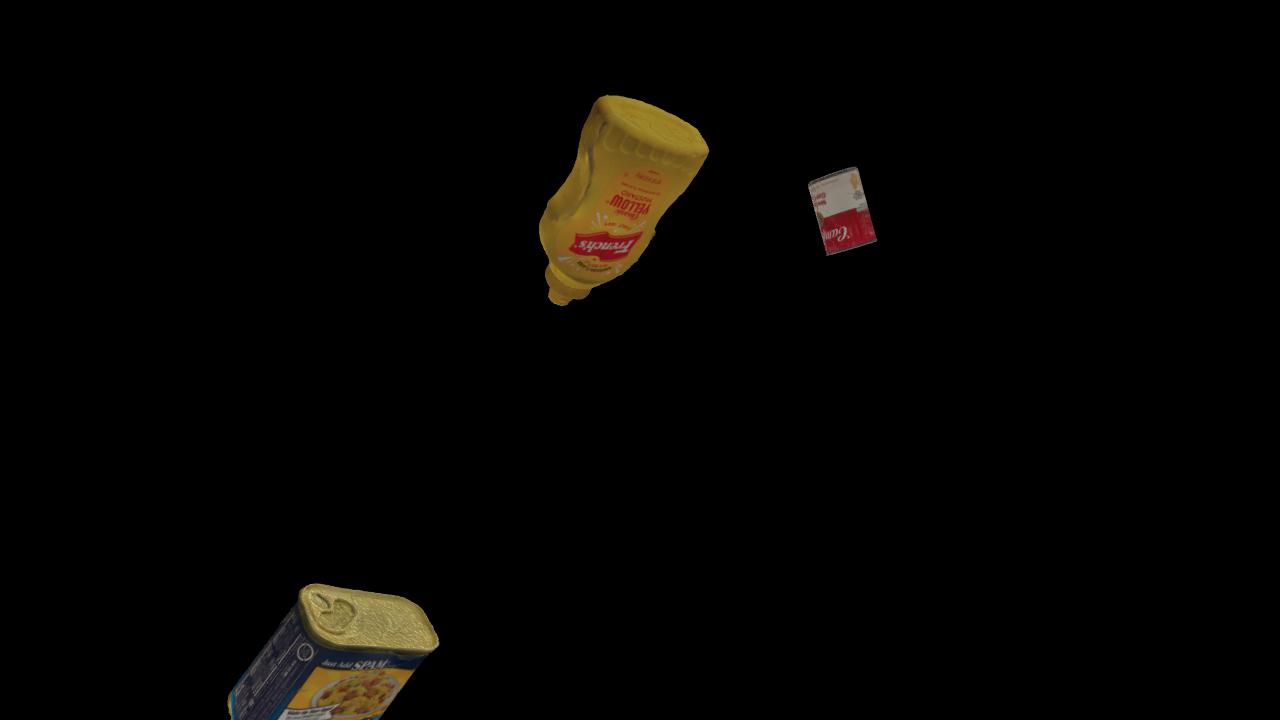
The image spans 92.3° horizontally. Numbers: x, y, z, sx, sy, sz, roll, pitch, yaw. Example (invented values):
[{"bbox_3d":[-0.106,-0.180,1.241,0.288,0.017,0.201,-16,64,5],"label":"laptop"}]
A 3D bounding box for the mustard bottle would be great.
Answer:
[{"bbox_3d":[-0.030,-0.108,0.481,0.092,0.054,0.184,0,-37,-36],"label":"mustard bottle"}]

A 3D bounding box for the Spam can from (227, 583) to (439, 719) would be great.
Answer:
[{"bbox_3d":[-0.207,0.210,0.421,0.058,0.085,0.101,34,-2,43],"label":"Spam can"}]

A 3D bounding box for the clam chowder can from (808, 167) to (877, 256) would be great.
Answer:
[{"bbox_3d":[0.272,-0.199,0.826,0.068,0.102,0.068,-17,6,2],"label":"clam chowder can"}]
